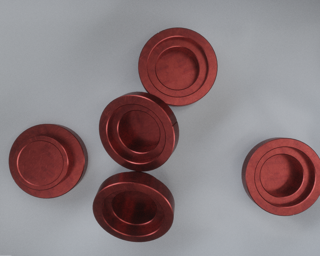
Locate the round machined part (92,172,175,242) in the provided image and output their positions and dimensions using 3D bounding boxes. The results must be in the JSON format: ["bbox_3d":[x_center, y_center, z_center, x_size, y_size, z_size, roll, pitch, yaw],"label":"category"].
[{"bbox_3d":[-0.031,0.093,0.389,0.099,0.042,0.097,3,119,5],"label":"round machined part"}]

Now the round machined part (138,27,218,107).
[{"bbox_3d":[0.022,-0.076,0.403,0.099,0.042,0.097,0,90,-1],"label":"round machined part"}]

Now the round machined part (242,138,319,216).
[{"bbox_3d":[0.155,0.061,0.405,0.099,0.042,0.097,0,90,-1],"label":"round machined part"}]

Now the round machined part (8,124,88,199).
[{"bbox_3d":[-0.147,0.043,0.401,0.099,0.042,0.097,0,90,-1],"label":"round machined part"}]

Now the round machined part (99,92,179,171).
[{"bbox_3d":[-0.023,0.002,0.390,0.098,0.042,0.097,6,109,17],"label":"round machined part"}]
